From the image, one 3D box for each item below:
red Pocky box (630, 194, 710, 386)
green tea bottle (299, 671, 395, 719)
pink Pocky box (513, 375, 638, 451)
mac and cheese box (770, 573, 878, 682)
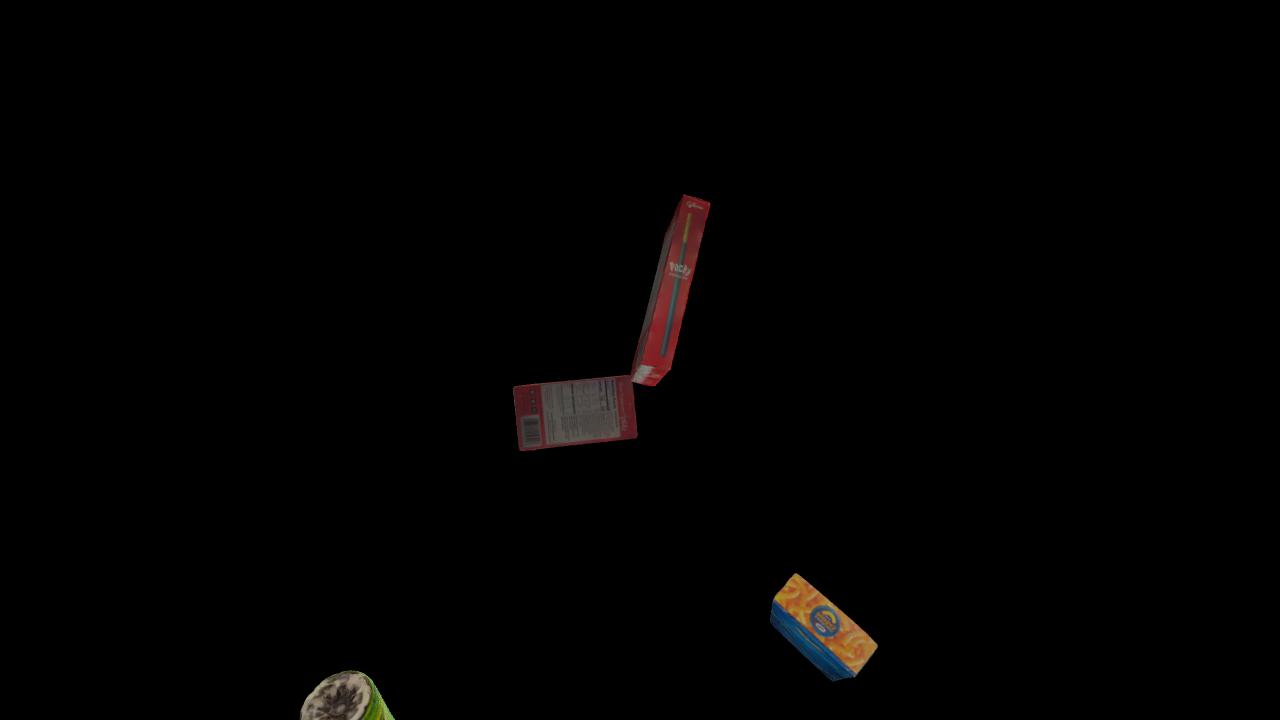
[{"bbox_3d":[0.025,-0.058,0.541,0.028,0.155,0.083,15,-13,-4],"label":"red Pocky box"},{"bbox_3d":[-0.277,0.409,0.638,0.073,0.212,0.073,-5,36,3],"label":"green tea bottle"},{"bbox_3d":[-0.083,0.068,0.805,0.155,0.084,0.029,-6,0,-6],"label":"pink Pocky box"},{"bbox_3d":[0.179,0.277,0.627,0.093,0.041,0.184,40,-15,26],"label":"mac and cheese box"}]
